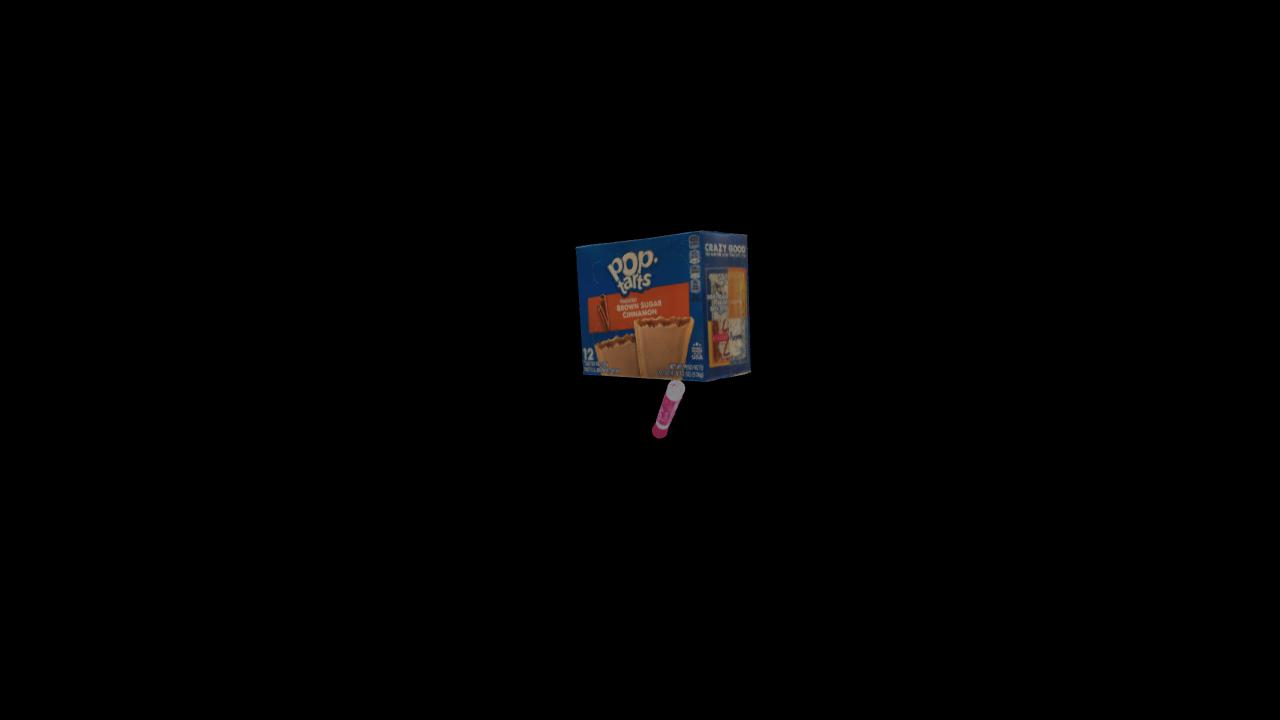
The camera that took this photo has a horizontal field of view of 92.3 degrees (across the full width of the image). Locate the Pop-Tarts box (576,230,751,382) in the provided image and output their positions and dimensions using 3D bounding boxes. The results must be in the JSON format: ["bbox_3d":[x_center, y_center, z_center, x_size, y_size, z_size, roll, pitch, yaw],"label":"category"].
[{"bbox_3d":[0.021,-0.054,0.639,0.167,0.141,0.083,3,7,40],"label":"Pop-Tarts box"}]

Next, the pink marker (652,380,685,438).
[{"bbox_3d":[0.031,0.059,0.695,0.020,0.020,0.121,0,-30,-8],"label":"pink marker"}]
